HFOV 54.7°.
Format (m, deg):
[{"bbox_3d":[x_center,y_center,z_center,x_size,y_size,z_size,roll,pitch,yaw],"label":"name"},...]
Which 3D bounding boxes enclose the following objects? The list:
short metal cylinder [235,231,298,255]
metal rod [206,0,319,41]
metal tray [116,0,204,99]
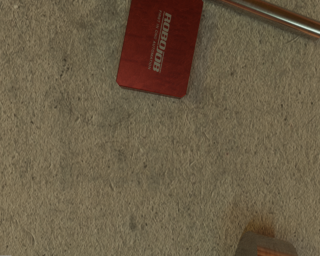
[{"bbox_3d":[0.128,0.175,0.384,0.050,0.080,0.080,16,90,0],"label":"short metal cylinder"},{"bbox_3d":[0.071,-0.180,0.410,0.301,0.025,0.025,21,90,0],"label":"metal rod"},{"bbox_3d":[0.000,-0.110,0.407,0.091,0.030,0.129,11,90,0],"label":"metal tray"}]
